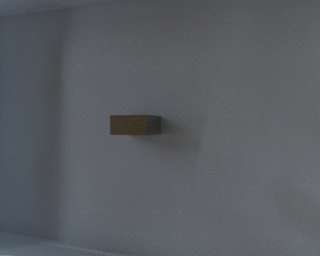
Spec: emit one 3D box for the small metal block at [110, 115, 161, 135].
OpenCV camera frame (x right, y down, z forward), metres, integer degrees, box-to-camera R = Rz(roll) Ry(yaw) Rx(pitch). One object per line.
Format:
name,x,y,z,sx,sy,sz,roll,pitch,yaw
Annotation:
small metal block,-0.031,-0.004,0.407,0.050,0.050,0.025,0,90,19
